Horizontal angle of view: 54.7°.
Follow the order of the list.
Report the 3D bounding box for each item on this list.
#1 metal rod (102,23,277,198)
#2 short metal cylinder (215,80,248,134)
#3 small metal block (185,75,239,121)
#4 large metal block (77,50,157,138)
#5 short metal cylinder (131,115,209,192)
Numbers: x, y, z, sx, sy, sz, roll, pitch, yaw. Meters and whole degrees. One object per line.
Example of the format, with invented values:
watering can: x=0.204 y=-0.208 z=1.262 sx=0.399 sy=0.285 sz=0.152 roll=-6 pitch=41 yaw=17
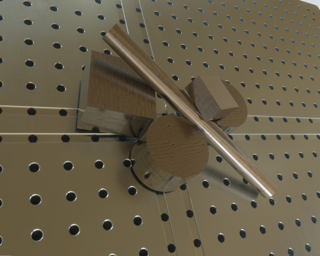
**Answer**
metal rod: x=0.048 y=-0.011 z=0.391 sx=0.300 sy=0.025 sz=0.025 roll=43 pitch=50 yaw=-17
short metal cylinder: x=0.077 y=-0.025 z=0.444 sx=0.081 sy=0.050 sz=0.080 roll=14 pitch=56 yaw=-21
small metal block: x=0.066 y=-0.038 z=0.389 sx=0.050 sy=0.025 sz=0.050 roll=-11 pitch=66 yaw=-52
large metal block: x=-0.053 y=-0.039 z=0.381 sx=0.081 sy=0.050 sz=0.080 roll=10 pitch=57 yaw=-23
short metal cylinder: x=0.011 y=0.031 z=0.375 sx=0.081 sy=0.050 sz=0.080 roll=14 pitch=56 yaw=-21
